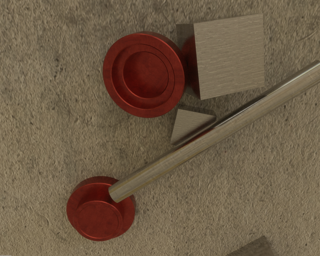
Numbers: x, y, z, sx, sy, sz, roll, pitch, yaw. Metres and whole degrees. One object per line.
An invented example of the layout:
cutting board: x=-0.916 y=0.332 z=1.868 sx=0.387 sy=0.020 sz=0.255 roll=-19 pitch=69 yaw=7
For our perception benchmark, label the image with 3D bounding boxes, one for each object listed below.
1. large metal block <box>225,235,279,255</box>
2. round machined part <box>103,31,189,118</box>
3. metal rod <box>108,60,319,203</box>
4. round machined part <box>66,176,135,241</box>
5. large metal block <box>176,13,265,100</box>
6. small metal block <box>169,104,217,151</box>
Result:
large metal block: x=0.154 y=0.229 z=0.482 sx=0.080 sy=0.050 sz=0.080 roll=-33 pitch=107 yaw=11
round machined part: x=-0.014 y=-0.065 z=0.367 sx=0.098 sy=0.042 sz=0.097 roll=7 pitch=116 yaw=16
metal rod: x=0.064 y=0.010 z=0.387 sx=0.300 sy=0.025 sz=0.025 roll=-32 pitch=107 yaw=11
round machined part: x=-0.085 y=0.122 z=0.445 sx=0.099 sy=0.042 sz=0.097 roll=0 pitch=110 yaw=0
large metal block: x=0.069 y=-0.083 z=0.355 sx=0.081 sy=0.050 sz=0.079 roll=-13 pitch=111 yaw=-14
small metal block: x=0.042 y=-0.001 z=0.410 sx=0.050 sy=0.025 sz=0.050 roll=11 pitch=110 yaw=-4
